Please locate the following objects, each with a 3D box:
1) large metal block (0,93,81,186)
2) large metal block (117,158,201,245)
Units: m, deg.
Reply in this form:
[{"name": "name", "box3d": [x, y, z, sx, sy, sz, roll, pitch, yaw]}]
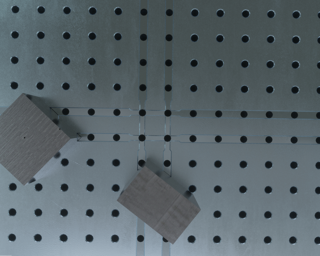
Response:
[{"name": "large metal block", "box3d": [-0.165, 0.014, 0.399, 0.080, 0.050, 0.080, 44, 90, -1]}, {"name": "large metal block", "box3d": [-0.001, 0.086, 0.386, 0.080, 0.080, 0.050, 38, 90, -1]}]
